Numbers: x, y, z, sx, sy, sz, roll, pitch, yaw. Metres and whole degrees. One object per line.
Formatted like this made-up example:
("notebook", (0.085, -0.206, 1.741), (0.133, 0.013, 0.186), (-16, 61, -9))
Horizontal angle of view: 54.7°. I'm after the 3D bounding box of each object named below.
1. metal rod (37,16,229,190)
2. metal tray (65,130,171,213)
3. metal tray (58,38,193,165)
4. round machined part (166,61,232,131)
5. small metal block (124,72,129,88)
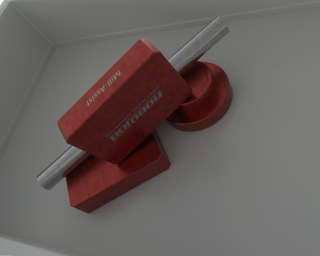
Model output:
("metal rod", (-0.037, -0.028, 0.388), (0.300, 0.025, 0.025), (-41, 51, 5))
("metal tray", (-0.061, 0.041, 0.406), (0.130, 0.030, 0.090), (-30, 52, 8))
("metal tray", (-0.035, -0.023, 0.345), (0.130, 0.090, 0.030), (-44, 54, 6))
("round machined part", (0.040, -0.048, 0.400), (0.098, 0.042, 0.098), (-13, 56, 20))
("small metal block", (-0.029, -0.050, 0.432), (0.025, 0.050, 0.050), (-38, 51, 2))
